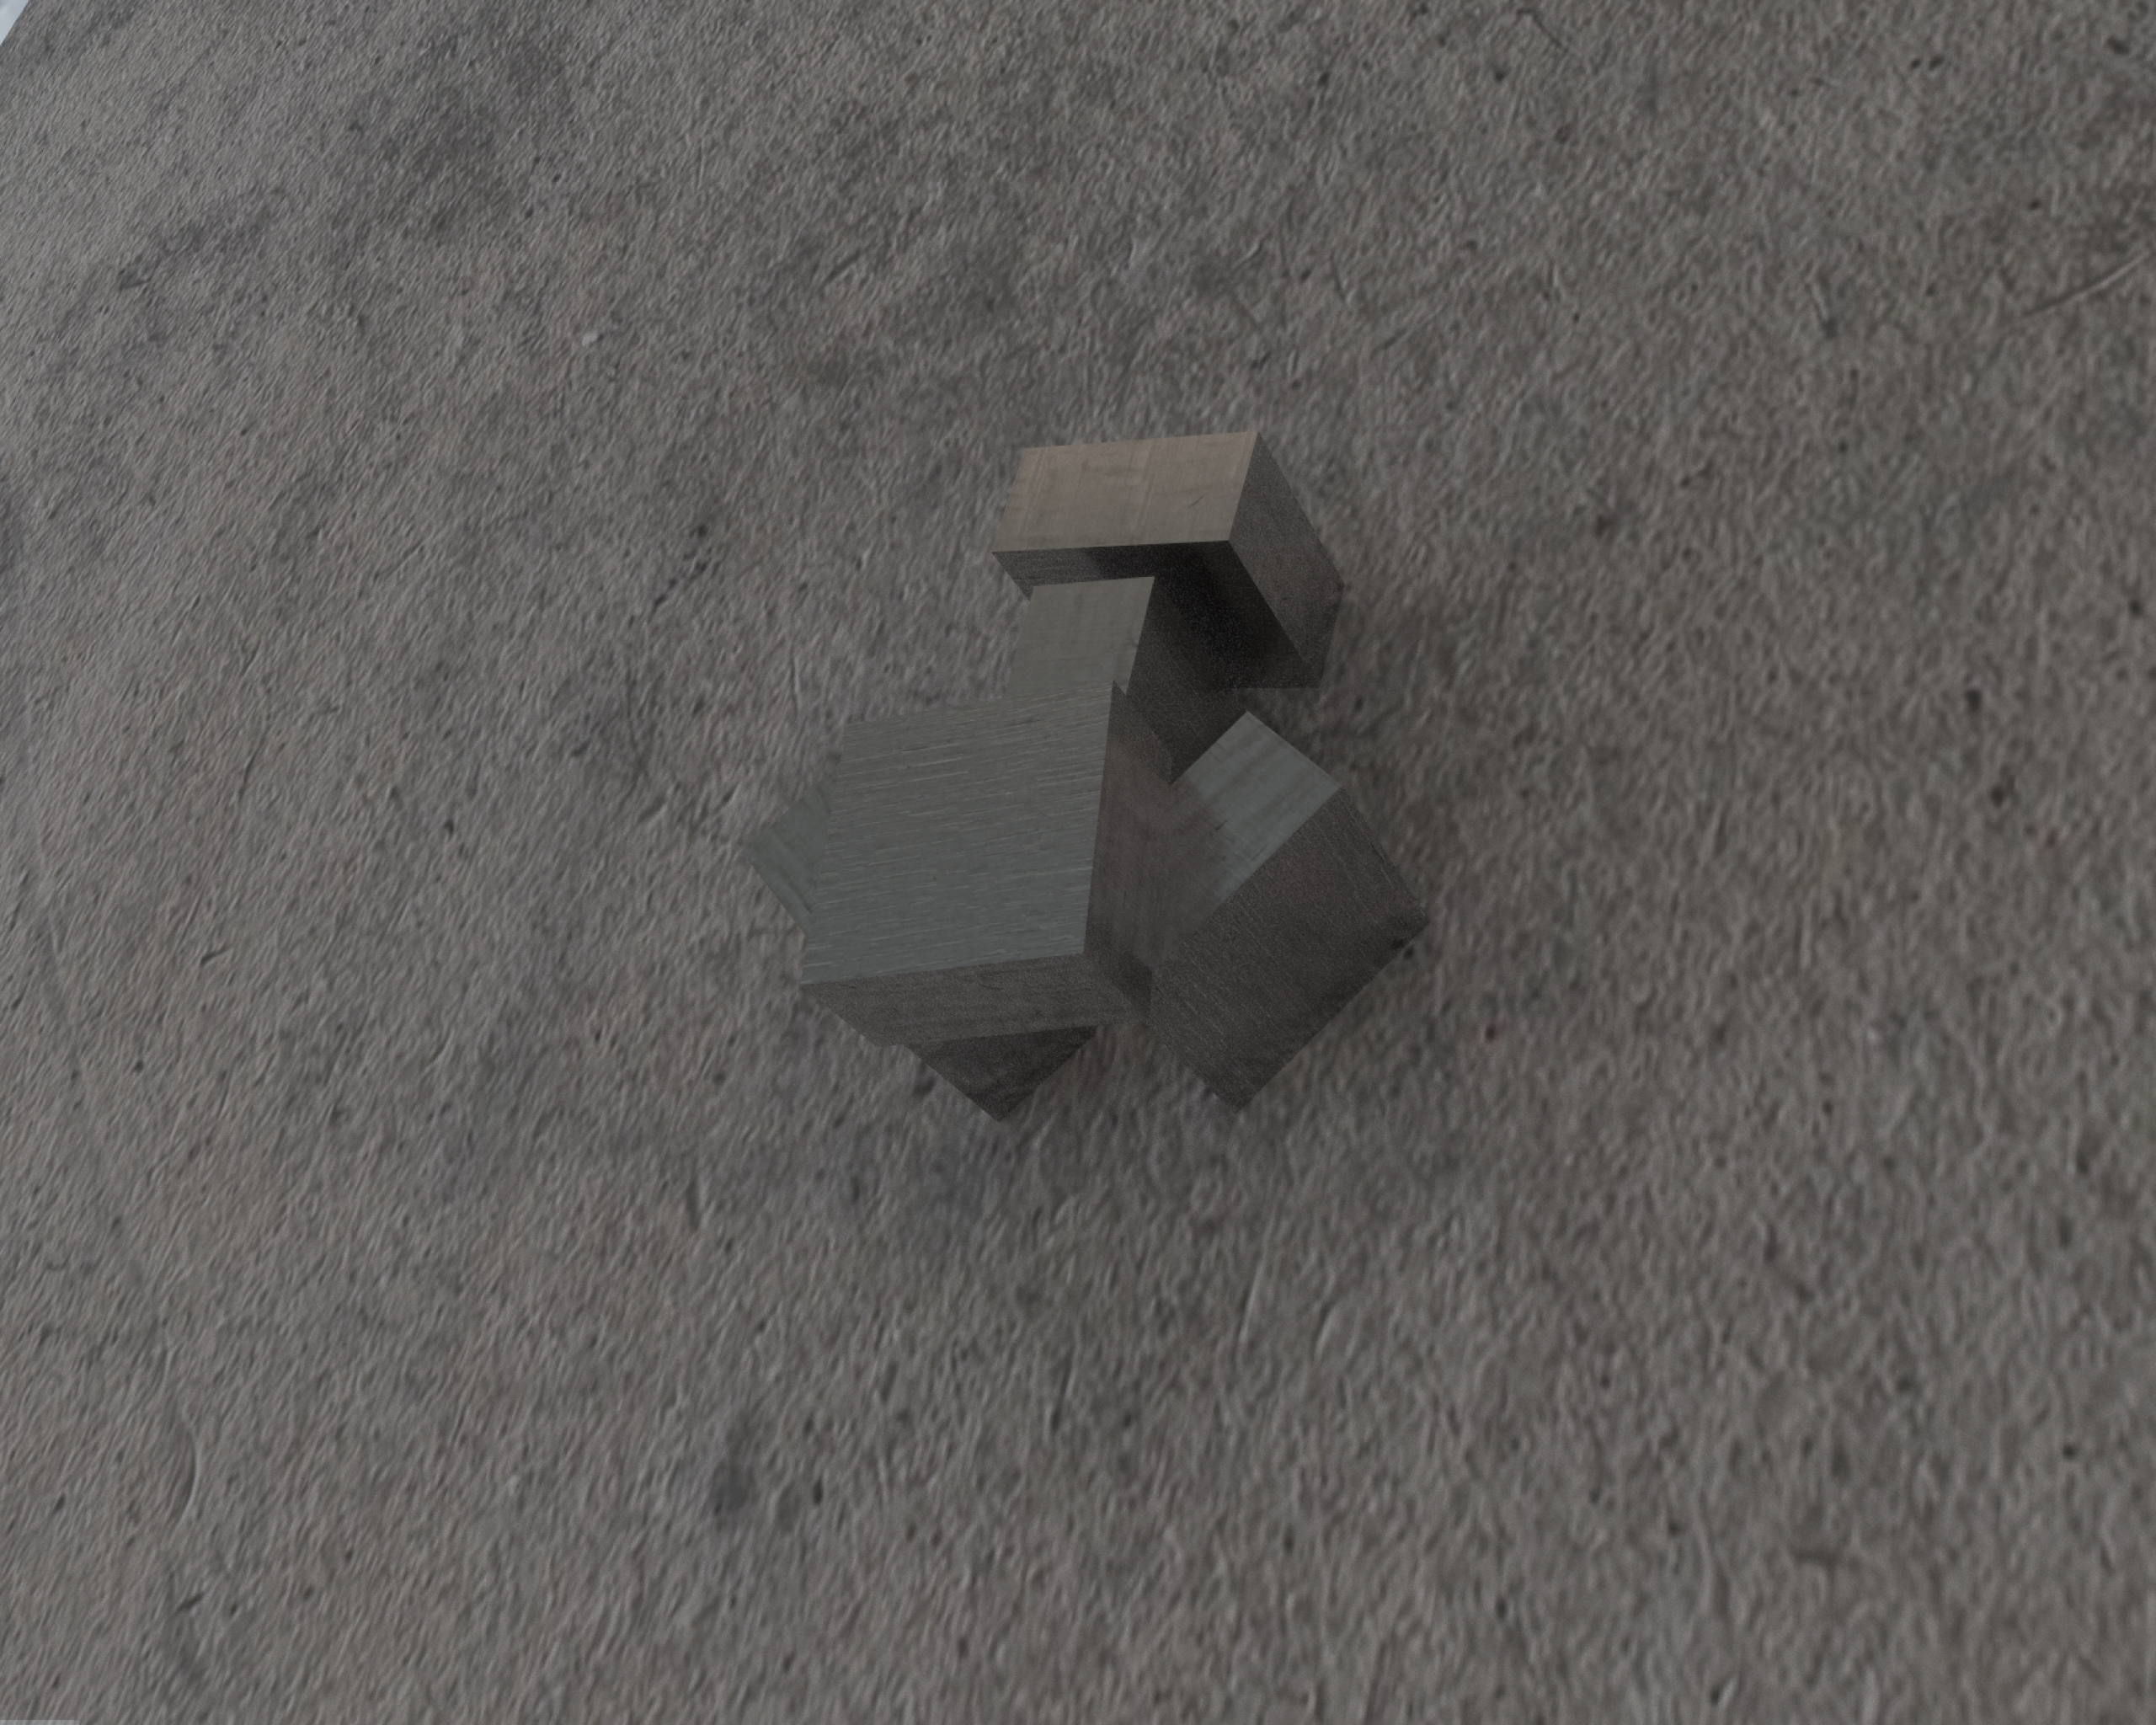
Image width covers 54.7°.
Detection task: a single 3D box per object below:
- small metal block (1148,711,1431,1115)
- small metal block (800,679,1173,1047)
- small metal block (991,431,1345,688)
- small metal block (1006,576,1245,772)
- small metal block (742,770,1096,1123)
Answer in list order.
[{"bbox_3d":[0.029,0.010,0.367,0.050,0.050,0.025,-45,51,-3],"label":"small metal block"},{"bbox_3d":[-0.014,0.001,0.347,0.050,0.025,0.050,-8,58,24],"label":"small metal block"},{"bbox_3d":[0.019,-0.058,0.414,0.050,0.050,0.025,2,63,29],"label":"small metal block"},{"bbox_3d":[0.008,-0.018,0.395,0.025,0.050,0.050,-1,61,28],"label":"small metal block"},{"bbox_3d":[-0.030,0.015,0.394,0.025,0.050,0.050,-43,51,-1],"label":"small metal block"}]
